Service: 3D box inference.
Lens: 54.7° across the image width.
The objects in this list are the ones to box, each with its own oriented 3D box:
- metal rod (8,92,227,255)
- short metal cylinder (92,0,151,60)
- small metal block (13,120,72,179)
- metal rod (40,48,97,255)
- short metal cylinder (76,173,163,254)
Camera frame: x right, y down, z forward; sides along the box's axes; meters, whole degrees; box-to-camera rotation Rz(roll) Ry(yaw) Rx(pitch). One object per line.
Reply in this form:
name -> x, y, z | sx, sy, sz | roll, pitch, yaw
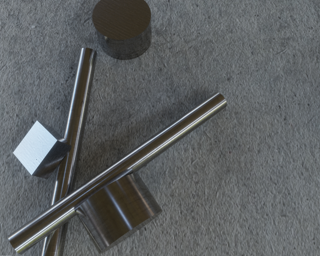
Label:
metal rod -> -0.036, 0.043, 0.376 | 0.302, 0.025, 0.025 | -35, 74, -18
short metal cylinder -> -0.053, -0.146, 0.448 | 0.081, 0.050, 0.080 | 0, 70, 0
small metal block -> -0.145, 0.027, 0.382 | 0.050, 0.025, 0.050 | 35, 88, 33
metal rod -> -0.115, 0.031, 0.395 | 0.025, 0.025, 0.299 | 4, 70, 1
short metal cylinder -> -0.044, 0.094, 0.344 | 0.080, 0.080, 0.050 | -32, 74, -11
